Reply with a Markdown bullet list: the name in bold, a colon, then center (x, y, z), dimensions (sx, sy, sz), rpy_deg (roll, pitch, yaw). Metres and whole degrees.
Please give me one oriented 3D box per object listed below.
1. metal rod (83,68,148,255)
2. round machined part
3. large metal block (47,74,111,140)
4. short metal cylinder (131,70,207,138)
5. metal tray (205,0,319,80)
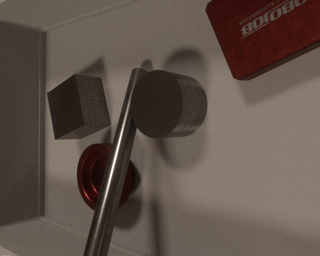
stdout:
- **metal rod**: center (-0.054, 0.058, 0.368), dimensions (0.025, 0.025, 0.299), rpy_deg (-10, 58, 39)
- **round machined part**: center (-0.075, 0.071, 0.455), dimensions (0.098, 0.042, 0.097), rpy_deg (0, 90, 39)
- **large metal block**: center (-0.131, -0.031, 0.496), dimensions (0.080, 0.050, 0.080), rpy_deg (-22, 76, 37)
- **short metal cylinder**: center (0.010, -0.028, 0.380), dimensions (0.080, 0.050, 0.079), rpy_deg (0, 90, 39)
- **metal tray**: center (0.118, -0.113, 0.298), dimensions (0.130, 0.030, 0.090), rpy_deg (-25, 82, 37)
